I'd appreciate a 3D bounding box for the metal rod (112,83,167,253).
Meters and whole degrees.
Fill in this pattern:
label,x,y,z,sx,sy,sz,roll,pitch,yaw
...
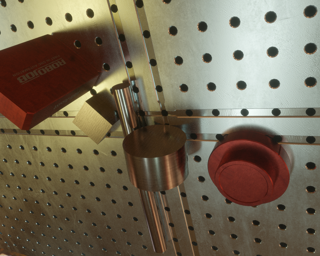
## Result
label,x,y,z,sx,sy,sz,roll,pitch,yaw
metal rod,-0.025,0.076,0.469,0.025,0.025,0.298,3,120,26

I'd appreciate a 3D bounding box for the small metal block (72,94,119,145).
label,x,y,z,sx,sy,sz,roll,pitch,yaw
small metal block,-0.092,-0.012,0.451,0.050,0.025,0.050,42,129,-1

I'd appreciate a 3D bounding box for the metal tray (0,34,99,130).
label,x,y,z,sx,sy,sz,roll,pitch,yaw
metal tray,-0.149,-0.062,0.381,0.090,0.131,0.030,39,129,2

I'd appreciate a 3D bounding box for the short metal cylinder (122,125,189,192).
label,x,y,z,sx,sy,sz,roll,pitch,yaw
short metal cylinder,-0.004,0.036,0.399,0.080,0.080,0.050,7,121,24

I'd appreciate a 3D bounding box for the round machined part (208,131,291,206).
label,x,y,z,sx,sy,sz,roll,pitch,yaw
round machined part,0.106,0.056,0.379,0.098,0.042,0.097,13,124,20
